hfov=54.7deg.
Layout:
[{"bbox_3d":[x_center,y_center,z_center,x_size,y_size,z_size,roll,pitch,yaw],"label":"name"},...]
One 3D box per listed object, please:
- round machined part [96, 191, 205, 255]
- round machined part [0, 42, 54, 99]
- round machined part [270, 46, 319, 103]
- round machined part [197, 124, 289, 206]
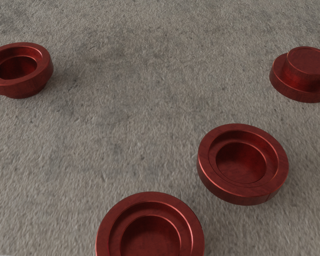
[{"bbox_3d":[-0.009,0.114,0.296,0.099,0.042,0.098,0,50,0],"label":"round machined part"},{"bbox_3d":[-0.208,-0.081,0.457,0.099,0.042,0.098,0,50,0],"label":"round machined part"},{"bbox_3d":[0.221,-0.087,0.468,0.099,0.042,0.098,0,50,0],"label":"round machined part"},{"bbox_3d":[0.091,0.045,0.356,0.099,0.042,0.098,0,50,0],"label":"round machined part"}]
